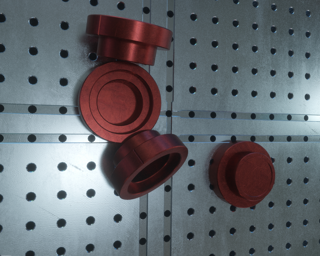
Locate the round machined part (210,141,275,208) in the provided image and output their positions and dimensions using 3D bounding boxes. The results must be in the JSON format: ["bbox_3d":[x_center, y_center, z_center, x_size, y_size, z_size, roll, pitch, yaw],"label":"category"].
[{"bbox_3d":[0.126,0.068,0.450,0.099,0.042,0.097,0,90,-20],"label":"round machined part"}]

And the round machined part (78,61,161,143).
[{"bbox_3d":[-0.052,-0.031,0.384,0.099,0.042,0.097,0,90,-20],"label":"round machined part"}]

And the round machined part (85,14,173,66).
[{"bbox_3d":[-0.037,-0.099,0.362,0.099,0.098,0.042,6,102,-20],"label":"round machined part"}]

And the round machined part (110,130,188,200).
[{"bbox_3d":[-0.017,0.040,0.378,0.099,0.098,0.042,-30,63,-17],"label":"round machined part"}]
